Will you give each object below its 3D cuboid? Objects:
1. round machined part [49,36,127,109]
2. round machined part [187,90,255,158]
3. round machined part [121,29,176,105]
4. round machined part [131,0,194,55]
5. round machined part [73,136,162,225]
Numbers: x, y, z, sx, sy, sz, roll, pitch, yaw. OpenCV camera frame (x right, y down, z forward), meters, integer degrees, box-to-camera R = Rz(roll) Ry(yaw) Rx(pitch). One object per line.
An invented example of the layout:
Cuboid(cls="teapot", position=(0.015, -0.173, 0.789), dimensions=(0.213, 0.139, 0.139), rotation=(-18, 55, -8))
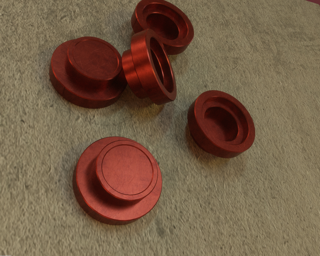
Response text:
Cuboid(cls="round machined part", position=(-0.086, -0.077, 0.393), dimensions=(0.099, 0.042, 0.098), rotation=(14, 56, -21))
Cuboid(cls="round machined part", position=(0.081, -0.002, 0.437), dimensions=(0.099, 0.042, 0.098), rotation=(14, 56, -21))
Cuboid(cls="round machined part", position=(-0.016, -0.077, 0.410), dimensions=(0.098, 0.042, 0.097), rotation=(-17, 90, -72))
Cuboid(cls="round machined part", position=(0.000, -0.152, 0.486), dimensions=(0.099, 0.042, 0.098), rotation=(14, 56, -21))
Cuboid(cls="round machined part", position=(-0.041, 0.052, 0.339), dimensions=(0.099, 0.042, 0.098), rotation=(14, 56, -21))
